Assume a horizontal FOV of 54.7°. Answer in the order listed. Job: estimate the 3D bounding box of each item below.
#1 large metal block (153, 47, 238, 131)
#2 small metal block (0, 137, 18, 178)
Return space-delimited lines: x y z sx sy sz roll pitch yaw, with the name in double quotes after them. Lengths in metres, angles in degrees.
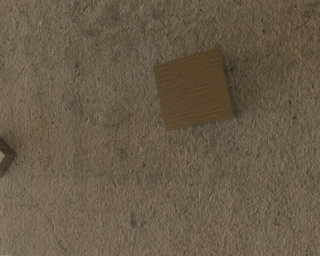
0.045 -0.044 0.379 0.080 0.050 0.080 -12 86 19 "large metal block"
-0.268 0.047 0.501 0.050 0.025 0.050 39 102 15 "small metal block"
